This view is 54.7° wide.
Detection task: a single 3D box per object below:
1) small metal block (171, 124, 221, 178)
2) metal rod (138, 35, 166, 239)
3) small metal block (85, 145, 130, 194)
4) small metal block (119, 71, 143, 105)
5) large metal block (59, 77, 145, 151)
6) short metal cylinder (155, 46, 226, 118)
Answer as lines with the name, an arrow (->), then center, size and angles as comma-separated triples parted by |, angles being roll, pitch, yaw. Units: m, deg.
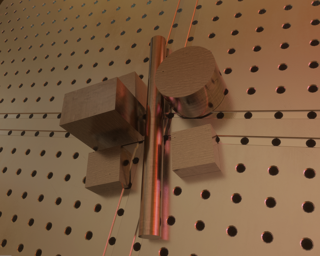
small metal block -> 0.042, 0.027, 0.368 | 0.050, 0.025, 0.050 | -14, 56, 20
metal rod -> -0.007, -0.009, 0.416 | 0.025, 0.025, 0.299 | -12, 57, 21
small metal block -> -0.068, 0.055, 0.409 | 0.050, 0.025, 0.050 | -14, 56, 19
small metal block -> -0.054, -0.051, 0.466 | 0.050, 0.025, 0.050 | -16, 55, 18
large metal block -> -0.073, -0.015, 0.417 | 0.080, 0.080, 0.050 | -14, 56, 20
short metal cylinder -> 0.040, -0.060, 0.406 | 0.080, 0.050, 0.080 | -13, 56, 20
